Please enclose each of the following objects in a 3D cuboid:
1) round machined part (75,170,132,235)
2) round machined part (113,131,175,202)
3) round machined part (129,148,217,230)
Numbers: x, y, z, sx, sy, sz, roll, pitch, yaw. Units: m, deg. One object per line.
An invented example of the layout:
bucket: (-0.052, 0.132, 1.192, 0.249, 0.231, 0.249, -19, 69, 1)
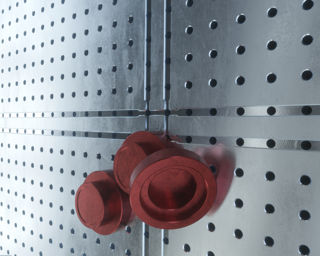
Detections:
round machined part: (-0.092, 0.114, 0.472, 0.098, 0.042, 0.097, 0, 90, 39)
round machined part: (-0.025, 0.052, 0.417, 0.098, 0.042, 0.097, 0, 90, 39)
round machined part: (0.013, 0.067, 0.362, 0.042, 0.099, 0.097, -109, 40, -66)
